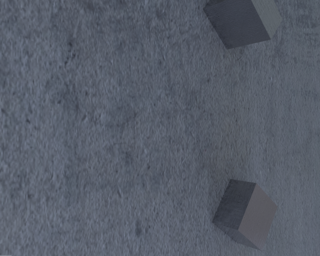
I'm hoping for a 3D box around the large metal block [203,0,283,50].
[{"bbox_3d":[0.128,-0.176,0.478,0.080,0.080,0.050,49,61,-29],"label":"large metal block"}]

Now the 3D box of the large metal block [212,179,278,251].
[{"bbox_3d":[0.142,0.142,0.511,0.080,0.050,0.080,44,63,-31],"label":"large metal block"}]
